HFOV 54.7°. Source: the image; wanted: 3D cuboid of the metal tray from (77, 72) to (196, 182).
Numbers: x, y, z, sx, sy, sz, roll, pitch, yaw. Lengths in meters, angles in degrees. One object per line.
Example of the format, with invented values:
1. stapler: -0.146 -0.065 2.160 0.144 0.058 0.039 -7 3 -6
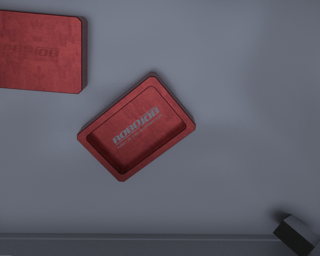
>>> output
1. metal tray: -0.031 0.001 0.408 0.130 0.030 0.090 -37 106 12

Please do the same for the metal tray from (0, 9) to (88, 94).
1. metal tray: -0.156 -0.092 0.372 0.131 0.030 0.089 4 110 -2

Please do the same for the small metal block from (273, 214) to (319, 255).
1. small metal block: 0.199 0.156 0.447 0.050 0.050 0.025 41 110 32
